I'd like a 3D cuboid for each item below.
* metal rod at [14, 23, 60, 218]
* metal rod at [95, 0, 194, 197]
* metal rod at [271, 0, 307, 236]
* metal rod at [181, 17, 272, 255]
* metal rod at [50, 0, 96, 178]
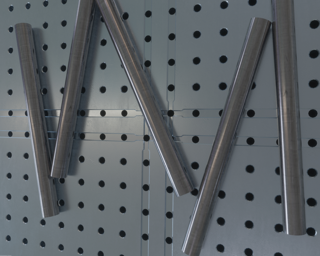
[{"bbox_3d":[-0.191,-0.014,0.480,0.025,0.025,0.299,-11,86,20],"label":"metal rod"},{"bbox_3d":[-0.024,-0.052,0.421,0.025,0.025,0.299,-25,82,18],"label":"metal rod"},{"bbox_3d":[0.148,-0.029,0.360,0.025,0.025,0.298,-3,89,20],"label":"metal rod"},{"bbox_3d":[0.080,0.016,0.384,0.025,0.025,0.298,18,96,19],"label":"metal rod"},{"bbox_3d":[-0.125,-0.074,0.457,0.025,0.025,0.298,12,94,19],"label":"metal rod"}]
